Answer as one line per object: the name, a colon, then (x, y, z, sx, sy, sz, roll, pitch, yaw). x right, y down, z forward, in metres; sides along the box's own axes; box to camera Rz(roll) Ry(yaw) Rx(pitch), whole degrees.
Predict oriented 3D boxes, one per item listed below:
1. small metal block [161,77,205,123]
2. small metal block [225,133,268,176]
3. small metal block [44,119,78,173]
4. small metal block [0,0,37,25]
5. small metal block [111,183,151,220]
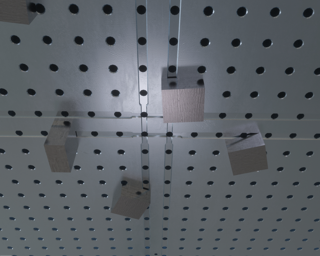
small metal block: (0.028, -0.034, 0.383, 0.050, 0.025, 0.050, -3, 130, 2)
small metal block: (0.124, 0.038, 0.445, 0.050, 0.025, 0.050, -13, 129, 11)
small metal block: (-0.130, 0.024, 0.414, 0.025, 0.050, 0.050, 1, 130, -1)
small metal block: (-0.151, -0.132, 0.298, 0.050, 0.025, 0.050, 5, 130, -5)
small metal block: (-0.049, 0.123, 0.516, 0.050, 0.025, 0.050, 19, 128, -16)
